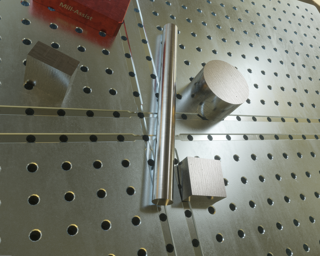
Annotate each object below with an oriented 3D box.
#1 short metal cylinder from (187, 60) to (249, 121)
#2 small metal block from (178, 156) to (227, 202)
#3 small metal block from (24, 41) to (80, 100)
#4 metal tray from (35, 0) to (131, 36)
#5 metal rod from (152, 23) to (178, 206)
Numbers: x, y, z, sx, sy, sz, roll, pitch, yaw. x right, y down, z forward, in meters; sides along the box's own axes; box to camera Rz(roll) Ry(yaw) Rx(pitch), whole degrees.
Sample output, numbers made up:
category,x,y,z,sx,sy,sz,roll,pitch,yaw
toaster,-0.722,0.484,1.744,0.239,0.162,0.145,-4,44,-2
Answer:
category,x,y,z,sx,sy,sz,roll,pitch,yaw
short metal cylinder,0.088,-0.057,0.477,0.081,0.050,0.080,14,56,-21
small metal block,0.054,0.067,0.398,0.050,0.025,0.050,9,58,-24
small metal block,-0.128,-0.066,0.364,0.050,0.050,0.025,26,53,-13
metal tray,-0.113,-0.203,0.469,0.131,0.030,0.090,22,53,-16
metal rod,0.010,-0.040,0.439,0.025,0.025,0.300,16,55,-19
